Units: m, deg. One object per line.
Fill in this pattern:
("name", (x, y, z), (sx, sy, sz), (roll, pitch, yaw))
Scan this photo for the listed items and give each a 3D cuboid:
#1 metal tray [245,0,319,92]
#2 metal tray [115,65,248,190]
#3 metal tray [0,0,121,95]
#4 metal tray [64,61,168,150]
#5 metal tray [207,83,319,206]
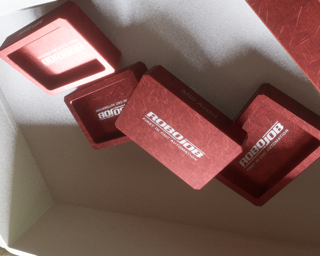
("metal tray", (0.112, -0.086, 0.229), (0.090, 0.131, 0.030), (48, 129, -6))
("metal tray", (0.021, 0.002, 0.356), (0.130, 0.030, 0.089), (38, 129, 2))
("metal tray", (-0.126, -0.092, 0.389), (0.130, 0.030, 0.090), (-12, 141, 33))
("metal tray", (-0.059, -0.025, 0.420), (0.130, 0.030, 0.090), (-15, 111, 34))
("metal tray", (0.118, 0.024, 0.358), (0.090, 0.030, 0.129), (35, 129, 5))
